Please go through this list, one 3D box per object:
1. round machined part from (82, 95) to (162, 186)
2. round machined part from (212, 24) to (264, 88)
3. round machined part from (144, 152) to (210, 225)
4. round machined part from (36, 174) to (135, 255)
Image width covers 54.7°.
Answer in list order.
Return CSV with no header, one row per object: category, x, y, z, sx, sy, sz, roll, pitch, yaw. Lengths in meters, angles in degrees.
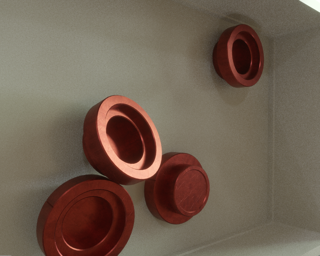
round machined part,-0.045,0.016,0.343,0.098,0.042,0.098,34,42,-38
round machined part,0.123,-0.113,0.501,0.099,0.042,0.097,0,90,-40
round machined part,0.030,0.083,0.423,0.099,0.042,0.097,0,90,-40
round machined part,-0.079,0.096,0.326,0.099,0.042,0.097,-5,99,-36
